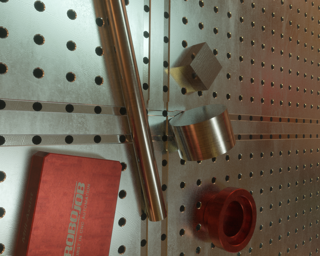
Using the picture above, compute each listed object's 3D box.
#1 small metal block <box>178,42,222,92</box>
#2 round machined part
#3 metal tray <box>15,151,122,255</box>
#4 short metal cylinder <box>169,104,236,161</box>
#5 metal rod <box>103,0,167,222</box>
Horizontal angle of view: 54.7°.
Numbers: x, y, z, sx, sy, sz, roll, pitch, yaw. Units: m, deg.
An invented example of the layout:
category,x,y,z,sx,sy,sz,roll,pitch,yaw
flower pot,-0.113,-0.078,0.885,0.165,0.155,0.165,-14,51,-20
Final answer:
category,x,y,z,sx,sy,sz,roll,pitch,yaw
small metal block,0.061,-0.091,0.462,0.050,0.025,0.050,49,61,-29
round machined part,0.108,0.142,0.492,0.099,0.042,0.097,0,90,-40
metal tray,-0.094,0.094,0.328,0.091,0.030,0.129,13,82,-40
short metal cylinder,0.058,0.005,0.424,0.081,0.080,0.050,-29,109,-36
metal rod,-0.031,-0.027,0.384,0.025,0.025,0.298,-18,102,-39
